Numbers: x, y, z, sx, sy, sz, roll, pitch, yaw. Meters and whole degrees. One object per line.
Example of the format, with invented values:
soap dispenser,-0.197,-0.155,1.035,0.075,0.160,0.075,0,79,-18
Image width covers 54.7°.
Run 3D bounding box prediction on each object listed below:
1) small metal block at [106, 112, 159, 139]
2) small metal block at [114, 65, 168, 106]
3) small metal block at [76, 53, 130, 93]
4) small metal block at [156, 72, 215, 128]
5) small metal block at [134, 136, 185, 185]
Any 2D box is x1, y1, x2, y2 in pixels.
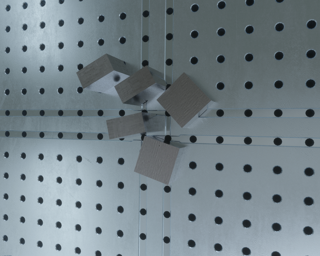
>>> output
small metal block,-0.035,-0.003,0.411,0.050,0.050,0.025,-12,86,19
small metal block,-0.023,-0.054,0.407,0.050,0.050,0.025,-30,81,17
small metal block,-0.076,-0.074,0.425,0.050,0.050,0.025,-27,81,17
small metal block,0.033,-0.035,0.400,0.050,0.025,0.050,-45,77,14
small metal block,-0.001,0.042,0.412,0.050,0.025,0.050,19,96,18
